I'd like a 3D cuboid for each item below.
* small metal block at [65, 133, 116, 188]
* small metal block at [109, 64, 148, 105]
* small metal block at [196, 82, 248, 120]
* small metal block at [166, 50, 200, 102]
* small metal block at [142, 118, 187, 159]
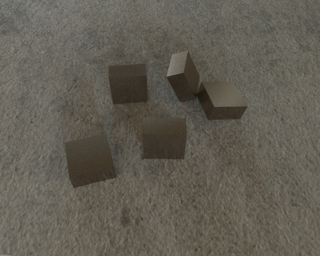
[{"bbox_3d":[-0.083,0.038,0.370,0.050,0.025,0.050,-13,51,-11],"label":"small metal block"},{"bbox_3d":[-0.044,-0.062,0.438,0.050,0.050,0.025,-5,51,-5],"label":"small metal block"},{"bbox_3d":[0.085,-0.038,0.430,0.050,0.025,0.050,-2,49,-19],"label":"small metal block"},{"bbox_3d":[0.035,-0.074,0.446,0.025,0.050,0.050,-9,46,25],"label":"small metal block"},{"bbox_3d":[0.005,0.013,0.376,0.050,0.050,0.025,1,50,0],"label":"small metal block"}]
